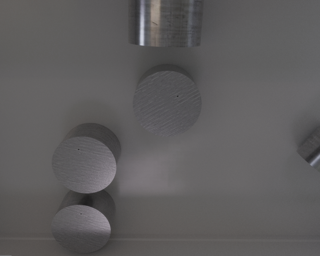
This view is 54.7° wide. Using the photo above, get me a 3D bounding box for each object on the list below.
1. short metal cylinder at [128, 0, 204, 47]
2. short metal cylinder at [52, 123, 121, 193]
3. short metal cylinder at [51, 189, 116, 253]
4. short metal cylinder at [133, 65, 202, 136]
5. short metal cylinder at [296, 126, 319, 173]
[{"bbox_3d":[0.006,-0.118,0.338,0.081,0.080,0.050,2,110,-1],"label":"short metal cylinder"},{"bbox_3d":[-0.095,0.039,0.411,0.081,0.050,0.079,0,110,0],"label":"short metal cylinder"},{"bbox_3d":[-0.107,0.130,0.445,0.081,0.050,0.079,0,110,0],"label":"short metal cylinder"},{"bbox_3d":[0.009,-0.036,0.385,0.081,0.050,0.079,0,110,0],"label":"short metal cylinder"},{"bbox_3d":[0.226,0.037,0.397,0.080,0.080,0.050,33,107,-12],"label":"short metal cylinder"}]
